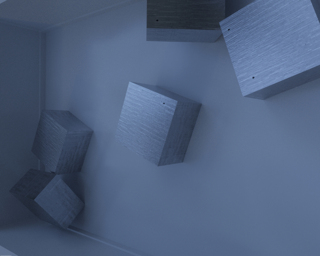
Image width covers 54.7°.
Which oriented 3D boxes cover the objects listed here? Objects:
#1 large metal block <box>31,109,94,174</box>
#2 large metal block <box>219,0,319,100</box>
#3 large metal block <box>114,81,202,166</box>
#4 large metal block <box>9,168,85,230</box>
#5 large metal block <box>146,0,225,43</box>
[{"bbox_3d":[-0.167,0.022,0.525,0.080,0.050,0.079,33,110,35],"label":"large metal block"},{"bbox_3d":[0.114,-0.080,0.296,0.080,0.050,0.080,-23,76,37],"label":"large metal block"},{"bbox_3d":[-0.004,-0.007,0.392,0.080,0.050,0.079,27,107,36],"label":"large metal block"},{"bbox_3d":[-0.187,0.117,0.515,0.080,0.050,0.080,2,134,39],"label":"large metal block"},{"bbox_3d":[0.026,-0.141,0.341,0.081,0.050,0.079,1,91,-3],"label":"large metal block"}]
